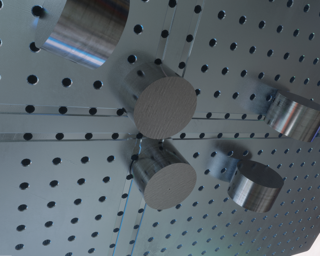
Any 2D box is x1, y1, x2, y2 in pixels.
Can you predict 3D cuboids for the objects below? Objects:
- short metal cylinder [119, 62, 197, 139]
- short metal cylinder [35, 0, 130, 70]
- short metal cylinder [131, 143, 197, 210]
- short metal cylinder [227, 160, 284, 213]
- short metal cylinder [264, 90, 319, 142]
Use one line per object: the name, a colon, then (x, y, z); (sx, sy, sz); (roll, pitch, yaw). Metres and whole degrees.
short metal cylinder: (-0.003, -0.033, 0.374); (0.081, 0.050, 0.079); (-14, 125, -21)
short metal cylinder: (-0.071, -0.099, 0.276); (0.050, 0.080, 0.080); (19, 108, -36)
short metal cylinder: (0.005, 0.069, 0.442); (0.081, 0.050, 0.079); (-14, 124, -21)
short metal cylinder: (0.161, 0.097, 0.527); (0.081, 0.080, 0.050); (2, 118, -30)
short metal cylinder: (0.211, -0.020, 0.481); (0.081, 0.080, 0.050); (5, 116, -31)
